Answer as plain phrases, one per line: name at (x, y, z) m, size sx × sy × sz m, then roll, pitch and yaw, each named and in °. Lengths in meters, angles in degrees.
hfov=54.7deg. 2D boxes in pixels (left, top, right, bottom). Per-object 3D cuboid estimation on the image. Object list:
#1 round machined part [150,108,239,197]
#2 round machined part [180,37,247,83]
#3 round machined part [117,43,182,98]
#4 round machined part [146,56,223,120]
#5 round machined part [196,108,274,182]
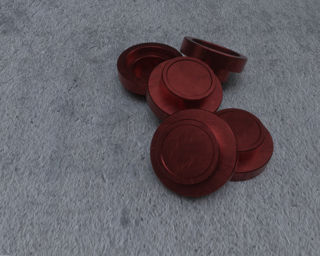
round machined part at (0.035, 0.026, 0.339) m, size 0.098 × 0.042 × 0.097 m, roll -2°, pitch 83°, yaw 19°
round machined part at (0.075, -0.100, 0.460) m, size 0.099 × 0.042 × 0.098 m, roll 16°, pitch 23°, yaw -7°
round machined part at (-0.013, -0.082, 0.462) m, size 0.099 × 0.042 × 0.098 m, roll 0°, pitch 50°, yaw 0°
round machined part at (0.033, -0.052, 0.395) m, size 0.099 × 0.042 × 0.098 m, roll 4°, pitch 60°, yaw -7°
round machined part at (0.091, 0.013, 0.383) m, size 0.099 × 0.042 × 0.098 m, roll 0°, pitch 50°, yaw 0°
